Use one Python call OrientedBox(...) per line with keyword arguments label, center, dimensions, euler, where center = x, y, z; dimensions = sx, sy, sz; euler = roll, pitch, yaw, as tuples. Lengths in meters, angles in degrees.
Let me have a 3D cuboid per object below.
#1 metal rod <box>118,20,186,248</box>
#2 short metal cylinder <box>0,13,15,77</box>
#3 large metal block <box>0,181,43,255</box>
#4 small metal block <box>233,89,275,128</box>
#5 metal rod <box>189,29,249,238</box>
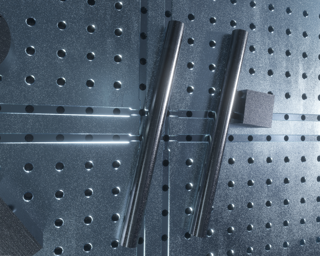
OrientedBox(label="metal rod", center=(-0.009, 0.004, 0.410), dimensions=(0.025, 0.025, 0.298), euler=(14, 85, -20))
OrientedBox(label="short metal cylinder", center=(-0.199, -0.091, 0.326), dimensions=(0.081, 0.050, 0.079), euler=(0, 90, -21))
OrientedBox(label="large metal block", center=(-0.185, 0.117, 0.331), dimensions=(0.080, 0.050, 0.080), euler=(-36, 102, -17))
OrientedBox(label="small metal block", center=(0.142, -0.028, 0.467), dimensions=(0.050, 0.025, 0.050), euler=(8, 87, -20))
OrientedBox(label="metal rod", center=(0.086, 0.004, 0.445), dimensions=(0.025, 0.025, 0.298), euler=(15, 85, -20))
